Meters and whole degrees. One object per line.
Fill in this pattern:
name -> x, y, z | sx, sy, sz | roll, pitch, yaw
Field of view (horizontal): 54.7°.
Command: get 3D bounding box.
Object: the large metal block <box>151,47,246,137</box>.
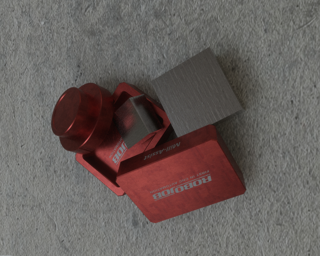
large metal block -> 0.048, -0.039, 0.380 | 0.080, 0.050, 0.080 | -28, 81, 17

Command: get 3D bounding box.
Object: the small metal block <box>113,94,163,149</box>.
small metal block -> -0.031, -0.008, 0.397 | 0.050, 0.025, 0.050 | -37, 79, 45

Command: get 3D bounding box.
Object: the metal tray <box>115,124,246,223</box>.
metal tray -> 0.025, 0.060, 0.374 | 0.130, 0.030, 0.090 | -24, 118, 19

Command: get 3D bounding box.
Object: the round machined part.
round machined part -> -0.110, -0.016, 0.418 | 0.098, 0.042, 0.098 | -20, 59, 38

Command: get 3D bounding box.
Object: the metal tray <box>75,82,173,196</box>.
metal tray -> -0.046, 0.015, 0.423 | 0.090, 0.030, 0.129 | 37, 101, 16
